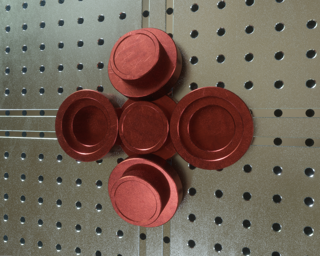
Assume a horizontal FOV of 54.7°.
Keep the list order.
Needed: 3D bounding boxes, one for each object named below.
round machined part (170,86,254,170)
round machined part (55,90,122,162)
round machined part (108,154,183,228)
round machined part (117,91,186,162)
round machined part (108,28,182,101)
[{"bbox_3d":[0.065,0.000,0.380,0.098,0.042,0.097,0,90,19],"label":"round machined part"},{"bbox_3d":[-0.093,-0.003,0.435,0.098,0.042,0.097,0,90,19],"label":"round machined part"},{"bbox_3d":[-0.024,0.085,0.399,0.098,0.042,0.097,5,106,18],"label":"round machined part"},{"bbox_3d":[-0.015,-0.001,0.407,0.098,0.042,0.097,0,90,19],"label":"round machined part"},{"bbox_3d":[-0.025,-0.086,0.399,0.098,0.042,0.098,-5,74,20],"label":"round machined part"}]
